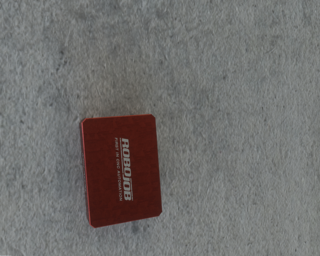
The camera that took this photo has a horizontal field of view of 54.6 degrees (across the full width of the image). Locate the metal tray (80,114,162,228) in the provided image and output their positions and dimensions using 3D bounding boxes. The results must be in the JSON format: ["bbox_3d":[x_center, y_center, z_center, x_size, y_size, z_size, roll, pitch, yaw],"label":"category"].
[{"bbox_3d":[-0.049,0.050,0.388,0.091,0.030,0.129,-5,92,-20],"label":"metal tray"}]
